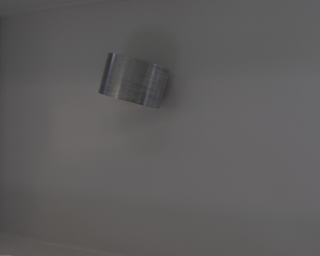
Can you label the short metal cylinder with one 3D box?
[{"bbox_3d":[-0.033,-0.059,0.393,0.080,0.080,0.050,17,96,19],"label":"short metal cylinder"}]
